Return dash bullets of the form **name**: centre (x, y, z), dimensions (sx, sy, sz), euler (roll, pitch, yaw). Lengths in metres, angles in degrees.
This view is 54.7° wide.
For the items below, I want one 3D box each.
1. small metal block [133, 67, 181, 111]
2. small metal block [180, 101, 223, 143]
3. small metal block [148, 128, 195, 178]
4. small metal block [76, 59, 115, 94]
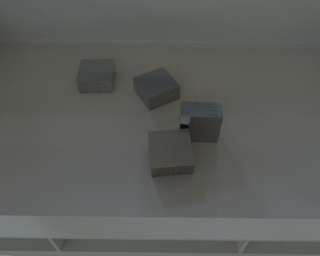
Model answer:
- **small metal block**: centre (-0.005, -0.058, 0.454), dimensions (0.050, 0.025, 0.050), euler (-23, 54, -18)
- **small metal block**: centre (0.050, -0.007, 0.395), dimensions (0.050, 0.050, 0.025), euler (2, 50, 1)
- **small metal block**: centre (0.013, 0.030, 0.376), dimensions (0.050, 0.025, 0.050), euler (-4, 58, -4)
- **small metal block**: centre (-0.096, -0.079, 0.471), dimensions (0.050, 0.025, 0.050), euler (-1, 50, -1)
